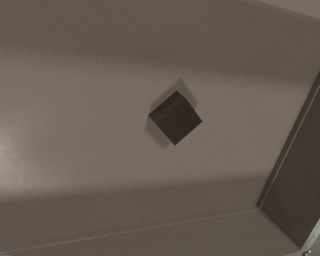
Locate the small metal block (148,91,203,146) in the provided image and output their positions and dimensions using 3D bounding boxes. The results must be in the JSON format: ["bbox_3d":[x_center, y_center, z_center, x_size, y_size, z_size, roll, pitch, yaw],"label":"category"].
[{"bbox_3d":[0.021,-0.013,0.414,0.050,0.025,0.050,-41,130,0],"label":"small metal block"}]
